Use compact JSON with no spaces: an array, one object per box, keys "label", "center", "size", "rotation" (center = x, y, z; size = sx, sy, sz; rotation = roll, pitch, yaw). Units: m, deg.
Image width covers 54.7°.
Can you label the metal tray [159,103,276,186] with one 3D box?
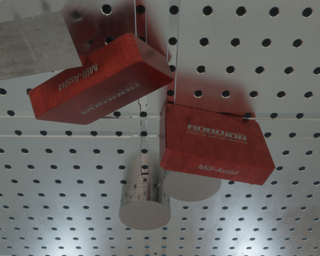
[{"label":"metal tray","center":[0.066,0.018,0.385],"size":[0.131,0.090,0.030],"rotation":[11,129,-9]}]

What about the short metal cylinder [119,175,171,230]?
[{"label":"short metal cylinder","center":[-0.023,0.120,0.497],"size":[0.081,0.050,0.079],"rotation":[0,130,0]}]

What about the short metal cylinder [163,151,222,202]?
[{"label":"short metal cylinder","center":[0.045,0.062,0.449],"size":[0.081,0.050,0.079],"rotation":[0,131,0]}]

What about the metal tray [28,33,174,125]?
[{"label":"metal tray","center":[-0.060,-0.045,0.335],"size":[0.130,0.030,0.090],"rotation":[-25,167,19]}]

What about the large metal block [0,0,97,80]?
[{"label":"large metal block","center":[-0.113,-0.094,0.295],"size":[0.080,0.080,0.050],"rotation":[-8,130,7]}]
